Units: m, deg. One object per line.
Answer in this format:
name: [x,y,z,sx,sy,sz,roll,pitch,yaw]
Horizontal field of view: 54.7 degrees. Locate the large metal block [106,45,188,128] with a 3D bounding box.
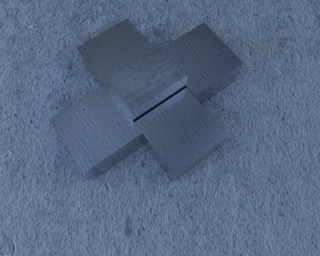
large metal block: [-0.015,-0.045,0.396,0.080,0.080,0.050,-35,74,-12]

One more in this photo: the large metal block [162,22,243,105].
large metal block: [0.052,-0.084,0.426,0.080,0.050,0.080,-35,74,-12]

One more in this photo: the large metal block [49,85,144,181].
large metal block: [-0.077,0.007,0.392,0.080,0.050,0.080,-35,74,-12]

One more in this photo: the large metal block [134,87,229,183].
large metal block: [0.025,0.010,0.392,0.080,0.050,0.080,-35,74,-12]

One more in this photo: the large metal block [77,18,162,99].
large metal block: [-0.053,-0.089,0.427,0.080,0.050,0.080,-35,74,-12]
